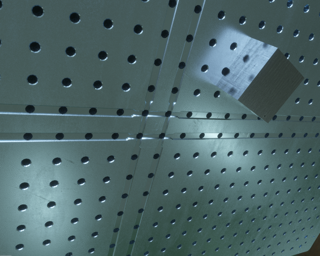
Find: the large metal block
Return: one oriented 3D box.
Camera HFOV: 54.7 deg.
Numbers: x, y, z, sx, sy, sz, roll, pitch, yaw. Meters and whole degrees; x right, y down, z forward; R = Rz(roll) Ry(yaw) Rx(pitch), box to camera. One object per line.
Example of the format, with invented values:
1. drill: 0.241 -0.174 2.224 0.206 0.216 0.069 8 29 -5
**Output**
1. large metal block: 0.140 -0.065 0.434 0.080 0.050 0.080 28 103 -38
